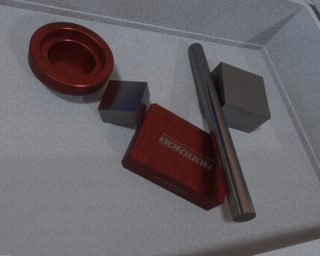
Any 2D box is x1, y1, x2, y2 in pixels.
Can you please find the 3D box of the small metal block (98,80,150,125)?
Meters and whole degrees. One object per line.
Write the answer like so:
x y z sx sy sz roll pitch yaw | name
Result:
-0.044 -0.033 0.389 0.050 0.025 0.050 5 53 11 | small metal block

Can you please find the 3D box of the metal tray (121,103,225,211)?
0.027 0.036 0.397 0.131 0.030 0.090 29 52 -10 | metal tray

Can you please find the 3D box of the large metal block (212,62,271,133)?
0.118 -0.046 0.484 0.081 0.050 0.080 15 56 -20 | large metal block

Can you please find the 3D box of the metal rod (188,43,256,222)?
0.075 -0.019 0.426 0.025 0.025 0.300 12 46 -22 | metal rod

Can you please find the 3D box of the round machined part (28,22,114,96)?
-0.111 -0.080 0.385 0.099 0.042 0.098 14 56 -21 | round machined part
